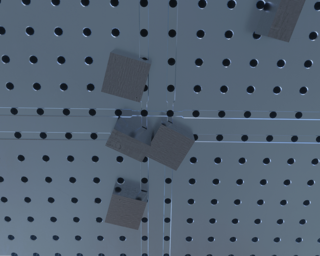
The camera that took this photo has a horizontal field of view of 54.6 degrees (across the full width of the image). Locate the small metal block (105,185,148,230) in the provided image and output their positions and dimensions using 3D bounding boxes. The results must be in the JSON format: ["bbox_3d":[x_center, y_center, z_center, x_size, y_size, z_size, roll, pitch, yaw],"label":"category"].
[{"bbox_3d":[-0.049,0.117,0.456,0.050,0.025,0.050,15,109,-6],"label":"small metal block"}]

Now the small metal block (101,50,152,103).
[{"bbox_3d":[-0.042,-0.065,0.389,0.050,0.025,0.050,15,109,-6],"label":"small metal block"}]

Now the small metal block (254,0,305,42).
[{"bbox_3d":[0.136,-0.128,0.354,0.025,0.050,0.050,14,110,-5],"label":"small metal block"}]

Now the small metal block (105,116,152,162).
[{"bbox_3d":[-0.039,0.013,0.405,0.050,0.050,0.025,26,108,-9],"label":"small metal block"}]

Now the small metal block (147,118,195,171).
[{"bbox_3d":[0.012,0.022,0.422,0.050,0.025,0.050,27,108,-10],"label":"small metal block"}]
